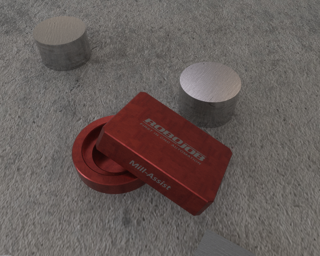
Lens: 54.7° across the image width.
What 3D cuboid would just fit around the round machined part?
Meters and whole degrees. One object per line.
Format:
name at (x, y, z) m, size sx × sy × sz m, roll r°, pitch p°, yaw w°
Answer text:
round machined part at (-0.049, 0.034, 0.363) m, size 0.099 × 0.042 × 0.098 m, roll 0°, pitch 50°, yaw 0°

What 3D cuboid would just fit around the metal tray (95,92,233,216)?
metal tray at (0.008, 0.023, 0.341) m, size 0.130 × 0.030 × 0.090 m, roll 34°, pitch 41°, yaw 3°

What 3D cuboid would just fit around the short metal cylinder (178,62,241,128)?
short metal cylinder at (0.066, -0.046, 0.427) m, size 0.081 × 0.050 × 0.080 m, roll 0°, pitch 50°, yaw 0°

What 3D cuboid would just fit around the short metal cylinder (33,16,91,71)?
short metal cylinder at (-0.156, -0.137, 0.501) m, size 0.081 × 0.050 × 0.080 m, roll 0°, pitch 50°, yaw 0°

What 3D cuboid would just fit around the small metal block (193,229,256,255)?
small metal block at (0.055, 0.133, 0.292) m, size 0.050 × 0.025 × 0.050 m, roll 24°, pitch 54°, yaw 19°
